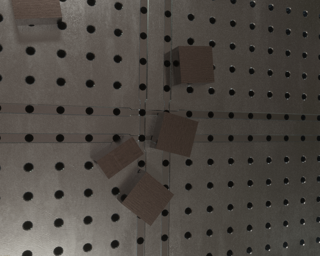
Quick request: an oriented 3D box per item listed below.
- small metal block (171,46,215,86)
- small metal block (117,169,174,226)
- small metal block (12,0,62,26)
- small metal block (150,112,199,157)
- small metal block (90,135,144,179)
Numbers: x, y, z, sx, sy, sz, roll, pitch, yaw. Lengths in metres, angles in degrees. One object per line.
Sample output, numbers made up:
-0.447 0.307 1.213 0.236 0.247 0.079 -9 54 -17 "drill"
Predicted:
0.046 -0.086 0.431 0.050 0.025 0.050 -5 92 -20 "small metal block"
-0.019 0.091 0.407 0.050 0.025 0.050 42 76 -16 "small metal block"
-0.144 -0.148 0.359 0.050 0.025 0.050 -10 94 -20 "small metal block"
0.019 0.009 0.421 0.050 0.025 0.050 16 85 -20 "small metal block"
-0.054 0.034 0.380 0.050 0.050 0.025 -35 102 -17 "small metal block"
